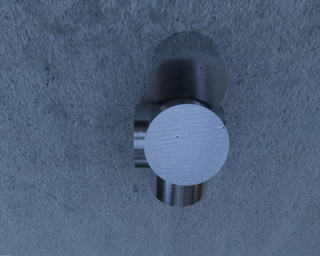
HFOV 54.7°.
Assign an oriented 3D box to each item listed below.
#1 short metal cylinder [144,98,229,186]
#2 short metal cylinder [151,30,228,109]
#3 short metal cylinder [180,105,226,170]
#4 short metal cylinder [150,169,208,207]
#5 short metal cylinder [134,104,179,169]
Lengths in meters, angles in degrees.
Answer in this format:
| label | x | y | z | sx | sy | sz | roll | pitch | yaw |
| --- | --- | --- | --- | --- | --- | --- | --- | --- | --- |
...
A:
| label | x | y | z | sx | sy | sz | roll | pitch | yaw |
| --- | --- | --- | --- | --- | --- | --- | --- | --- | --- |
| short metal cylinder | 0.025 | 0.012 | 0.316 | 0.081 | 0.050 | 0.079 | 0 | 102 | -1 |
| short metal cylinder | 0.031 | -0.060 | 0.343 | 0.081 | 0.050 | 0.079 | 0 | 130 | 0 |
| short metal cylinder | 0.048 | 0.011 | 0.382 | 0.050 | 0.080 | 0.079 | 1 | 130 | 0 |
| short metal cylinder | 0.027 | 0.060 | 0.425 | 0.081 | 0.080 | 0.050 | 0 | 130 | -1 |
| short metal cylinder | -0.004 | 0.010 | 0.382 | 0.050 | 0.080 | 0.079 | 0 | 130 | -1 |
